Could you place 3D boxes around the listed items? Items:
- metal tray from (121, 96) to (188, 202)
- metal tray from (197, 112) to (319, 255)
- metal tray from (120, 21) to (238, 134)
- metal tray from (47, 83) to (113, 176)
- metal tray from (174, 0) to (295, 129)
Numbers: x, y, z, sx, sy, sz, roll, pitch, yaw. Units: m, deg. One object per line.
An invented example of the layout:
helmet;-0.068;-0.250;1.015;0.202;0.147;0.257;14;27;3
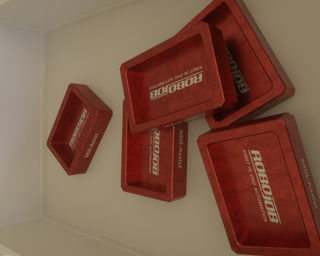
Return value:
metal tray;-0.009;0.024;0.410;0.090;0.030;0.129;3;92;40
metal tray;0.098;0.058;0.301;0.090;0.030;0.129;-15;95;39
metal tray;0.015;-0.050;0.351;0.130;0.030;0.090;-17;79;38
metal tray;-0.138;0.003;0.517;0.090;0.030;0.129;42;115;31
metal tray;0.074;-0.070;0.342;0.090;0.030;0.130;-35;69;34
